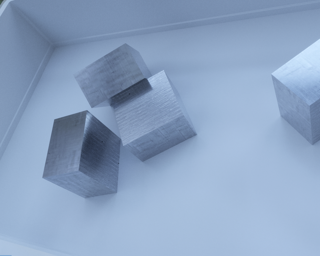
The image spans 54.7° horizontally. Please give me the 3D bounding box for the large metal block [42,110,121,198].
[{"bbox_3d":[-0.095,0.036,0.396,0.050,0.080,0.080,-14,56,20],"label":"large metal block"}]

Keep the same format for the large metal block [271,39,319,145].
[{"bbox_3d":[0.166,-0.040,0.308,0.080,0.080,0.050,-36,51,4],"label":"large metal block"}]

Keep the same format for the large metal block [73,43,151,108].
[{"bbox_3d":[-0.060,-0.070,0.435,0.080,0.080,0.050,-28,91,10],"label":"large metal block"}]

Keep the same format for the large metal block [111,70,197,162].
[{"bbox_3d":[-0.009,-0.015,0.402,0.080,0.050,0.080,-28,52,10],"label":"large metal block"}]
